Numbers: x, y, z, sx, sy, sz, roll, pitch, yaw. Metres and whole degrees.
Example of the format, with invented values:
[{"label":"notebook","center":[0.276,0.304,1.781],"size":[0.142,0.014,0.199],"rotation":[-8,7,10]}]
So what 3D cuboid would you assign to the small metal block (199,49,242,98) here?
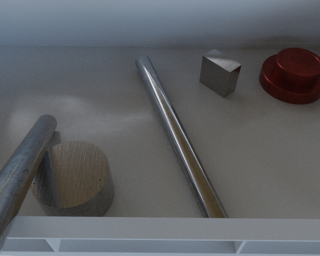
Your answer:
[{"label":"small metal block","center":[0.088,-0.080,0.458],"size":[0.025,0.050,0.050],"rotation":[-35,59,-26]}]

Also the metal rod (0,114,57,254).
[{"label":"metal rod","center":[-0.119,0.032,0.270],"size":[0.025,0.025,0.300],"rotation":[-11,17,-9]}]

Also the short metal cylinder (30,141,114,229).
[{"label":"short metal cylinder","center":[-0.093,0.061,0.337],"size":[0.081,0.050,0.080],"rotation":[0,50,0]}]

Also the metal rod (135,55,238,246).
[{"label":"metal rod","center":[0.020,0.004,0.402],"size":[0.025,0.025,0.299],"rotation":[-14,52,-12]}]

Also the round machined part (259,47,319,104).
[{"label":"round machined part","center":[0.205,-0.085,0.468],"size":[0.099,0.042,0.098],"rotation":[0,50,0]}]
